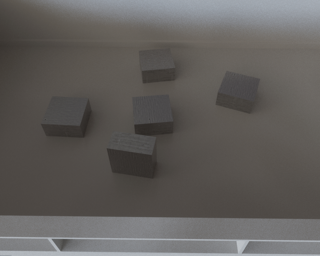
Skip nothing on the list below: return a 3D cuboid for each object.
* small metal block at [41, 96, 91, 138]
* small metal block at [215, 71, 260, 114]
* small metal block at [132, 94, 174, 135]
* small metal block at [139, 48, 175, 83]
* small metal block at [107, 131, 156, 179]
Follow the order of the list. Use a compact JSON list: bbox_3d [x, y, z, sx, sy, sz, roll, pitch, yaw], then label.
[{"bbox_3d":[-0.124,-0.015,0.417,0.050,0.025,0.050,3,50,2],"label":"small metal block"},{"bbox_3d":[0.113,-0.053,0.450,0.050,0.025,0.050,17,52,13],"label":"small metal block"},{"bbox_3d":[-0.010,-0.017,0.419,0.050,0.025,0.050,-5,50,-4],"label":"small metal block"},{"bbox_3d":[-0.005,-0.098,0.488,0.050,0.025,0.050,-6,50,-5],"label":"small metal block"},{"bbox_3d":[-0.031,0.032,0.362,0.050,0.050,0.025,8,51,6],"label":"small metal block"}]
